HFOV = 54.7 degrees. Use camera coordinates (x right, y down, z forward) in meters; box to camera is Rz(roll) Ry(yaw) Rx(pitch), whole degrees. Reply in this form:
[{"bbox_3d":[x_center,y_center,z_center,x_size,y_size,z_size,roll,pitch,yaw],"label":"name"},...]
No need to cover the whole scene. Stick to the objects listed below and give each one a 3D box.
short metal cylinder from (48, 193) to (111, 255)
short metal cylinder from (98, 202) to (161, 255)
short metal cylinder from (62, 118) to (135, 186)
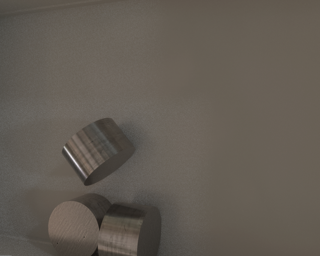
[{"bbox_3d":[-0.107,0.137,0.435,0.080,0.050,0.080,0,90,20],"label":"short metal cylinder"},{"bbox_3d":[-0.036,0.137,0.394,0.050,0.080,0.079,3,91,20],"label":"short metal cylinder"},{"bbox_3d":[-0.080,0.031,0.409,0.080,0.080,0.050,-43,77,15],"label":"short metal cylinder"}]
